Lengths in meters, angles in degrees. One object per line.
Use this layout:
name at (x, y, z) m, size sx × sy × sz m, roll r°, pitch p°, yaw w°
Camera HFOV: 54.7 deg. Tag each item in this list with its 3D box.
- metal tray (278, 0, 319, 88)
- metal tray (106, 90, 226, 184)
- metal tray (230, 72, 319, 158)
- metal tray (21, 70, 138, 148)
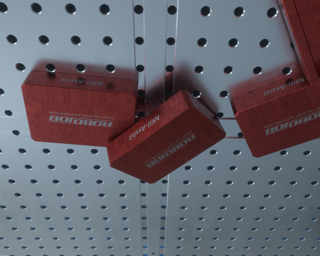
metal tray at (0.175, -0.113, 0.304) m, size 0.090 × 0.030 × 0.130 m, roll -23°, pitch 122°, yaw 21°
metal tray at (0.008, 0.018, 0.400) m, size 0.130 × 0.030 × 0.090 m, roll -36°, pitch 138°, yaw 19°
metal tray at (0.168, -0.019, 0.395) m, size 0.130 × 0.030 × 0.090 m, roll -21°, pitch 127°, yaw 17°
metal tray at (-0.096, -0.020, 0.390) m, size 0.131 × 0.030 × 0.089 m, roll 5°, pitch 130°, yaw -5°
